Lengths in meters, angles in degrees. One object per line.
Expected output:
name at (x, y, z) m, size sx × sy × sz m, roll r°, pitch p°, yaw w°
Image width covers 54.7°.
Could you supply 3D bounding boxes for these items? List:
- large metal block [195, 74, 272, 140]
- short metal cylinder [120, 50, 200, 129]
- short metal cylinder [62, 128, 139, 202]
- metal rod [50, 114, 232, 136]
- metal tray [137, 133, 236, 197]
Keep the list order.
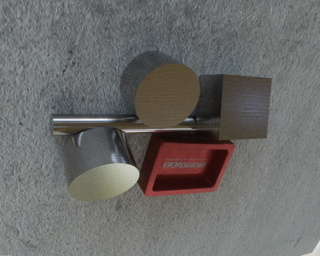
large metal block at (0.097, -0.028, 0.412) m, size 0.081 × 0.050 × 0.079 m, roll -1°, pitch 98°, yaw -28°
short metal cylinder at (-0.001, -0.045, 0.364) m, size 0.081 × 0.050 × 0.079 m, roll -14°, pitch 124°, yaw -21°
short metal cylinder at (-0.070, 0.044, 0.365) m, size 0.081 × 0.050 × 0.080 m, roll -15°, pitch 145°, yaw -11°
metal rod at (0.014, -0.006, 0.414) m, size 0.303 × 0.025 × 0.025 m, roll -1°, pitch 119°, yaw -28°
metal tray at (0.040, 0.054, 0.459) m, size 0.131 × 0.030 × 0.089 m, roll 3°, pitch 117°, yaw -30°
